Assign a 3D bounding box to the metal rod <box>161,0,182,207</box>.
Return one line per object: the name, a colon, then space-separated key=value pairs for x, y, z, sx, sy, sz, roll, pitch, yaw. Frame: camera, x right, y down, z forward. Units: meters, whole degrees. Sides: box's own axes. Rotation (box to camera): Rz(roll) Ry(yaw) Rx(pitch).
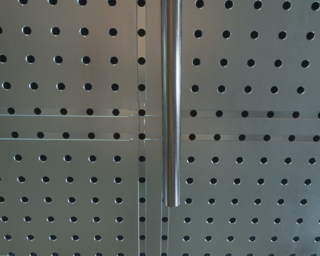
metal rod: x=0.015 y=-0.031 z=0.402 sx=0.025 sy=0.025 sz=0.298 roll=-1 pitch=110 yaw=0
